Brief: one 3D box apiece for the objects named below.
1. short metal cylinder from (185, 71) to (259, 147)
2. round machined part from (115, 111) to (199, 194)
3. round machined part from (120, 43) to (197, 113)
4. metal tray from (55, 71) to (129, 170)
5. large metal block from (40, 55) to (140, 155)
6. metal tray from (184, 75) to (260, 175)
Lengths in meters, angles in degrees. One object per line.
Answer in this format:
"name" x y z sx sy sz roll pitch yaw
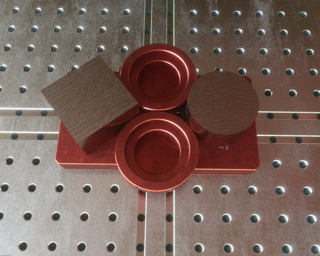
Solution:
"short metal cylinder" 0.072 -0.022 0.374 0.081 0.050 0.080 0 70 0
"round machined part" -0.003 0.032 0.381 0.099 0.042 0.098 0 70 0
"round machined part" -0.002 -0.061 0.415 0.099 0.042 0.098 0 70 0
"metal tray" -0.082 -0.012 0.412 0.091 0.030 0.130 1 70 -1
"large metal block" -0.081 -0.027 0.376 0.080 0.050 0.080 -35 74 -12
"metal tray" 0.077 -0.006 0.409 0.091 0.030 0.130 1 70 0
